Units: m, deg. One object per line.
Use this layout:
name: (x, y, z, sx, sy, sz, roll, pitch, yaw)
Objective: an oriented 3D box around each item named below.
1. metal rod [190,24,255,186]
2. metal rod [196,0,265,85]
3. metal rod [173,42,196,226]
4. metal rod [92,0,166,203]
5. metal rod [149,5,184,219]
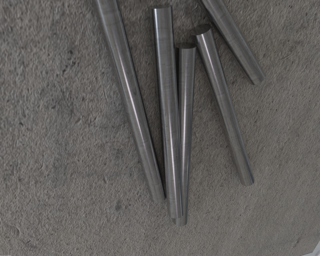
metal rod: (0.101, -0.011, 0.454, 0.025, 0.025, 0.299, -33, 129, -7)
metal rod: (0.050, -0.149, 0.341, 0.025, 0.025, 0.300, -45, 129, 3)
metal rod: (0.032, 0.030, 0.442, 0.025, 0.025, 0.298, -14, 125, -20)
metal rod: (-0.028, -0.014, 0.382, 0.025, 0.025, 0.298, -23, 127, -14)
metal rod: (0.013, 0.001, 0.401, 0.025, 0.025, 0.298, -17, 122, -19)
